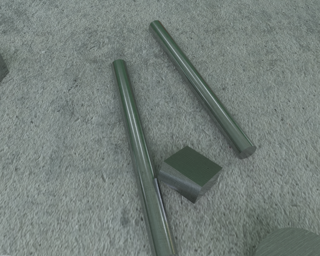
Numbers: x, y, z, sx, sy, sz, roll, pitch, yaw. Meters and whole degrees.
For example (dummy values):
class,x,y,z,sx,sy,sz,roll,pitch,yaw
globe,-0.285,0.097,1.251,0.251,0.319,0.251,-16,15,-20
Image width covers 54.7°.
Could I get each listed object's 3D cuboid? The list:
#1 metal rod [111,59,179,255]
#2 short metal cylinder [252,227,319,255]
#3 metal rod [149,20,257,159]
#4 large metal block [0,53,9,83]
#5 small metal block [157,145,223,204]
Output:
class,x,y,z,sx,sy,sz,roll,pitch,yaw
metal rod,-0.029,0.014,0.390,0.025,0.025,0.300,-10,51,-9
short metal cylinder,0.118,0.136,0.274,0.081,0.050,0.080,0,50,0
metal rod,0.049,-0.076,0.467,0.025,0.025,0.300,-18,52,-15
large metal block,-0.287,-0.082,0.452,0.080,0.050,0.080,10,51,8
small metal block,0.034,0.051,0.350,0.050,0.025,0.050,32,34,24
